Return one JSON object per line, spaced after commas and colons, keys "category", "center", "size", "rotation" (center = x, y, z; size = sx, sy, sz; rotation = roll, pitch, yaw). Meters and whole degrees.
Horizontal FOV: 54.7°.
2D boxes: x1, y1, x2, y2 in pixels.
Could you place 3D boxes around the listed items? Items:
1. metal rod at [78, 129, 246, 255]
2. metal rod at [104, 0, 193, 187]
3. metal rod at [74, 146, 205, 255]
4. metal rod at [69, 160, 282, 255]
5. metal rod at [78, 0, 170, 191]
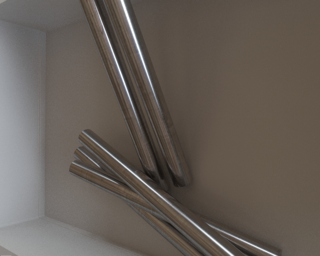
{"category": "metal rod", "center": [-0.008, 0.078, 0.368], "size": [0.300, 0.025, 0.025], "rotation": [33, 110, 36]}
{"category": "metal rod", "center": [-0.020, -0.067, 0.339], "size": [0.025, 0.025, 0.298], "rotation": [-5, 113, 39]}
{"category": "metal rod", "center": [-0.027, 0.105, 0.426], "size": [0.300, 0.025, 0.025], "rotation": [31, 109, 35]}
{"category": "metal rod", "center": [-0.005, 0.097, 0.388], "size": [0.300, 0.025, 0.025], "rotation": [17, 101, 32]}
{"category": "metal rod", "center": [-0.046, -0.055, 0.364], "size": [0.025, 0.025, 0.298], "rotation": [-5, 112, 39]}
